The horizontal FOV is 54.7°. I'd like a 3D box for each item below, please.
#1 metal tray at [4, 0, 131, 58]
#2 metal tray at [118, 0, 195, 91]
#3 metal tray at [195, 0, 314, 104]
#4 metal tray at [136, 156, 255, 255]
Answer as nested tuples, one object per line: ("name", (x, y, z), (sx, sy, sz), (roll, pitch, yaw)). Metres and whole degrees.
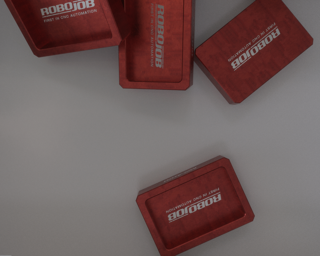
("metal tray", (-0.109, -0.136, 0.361), (0.130, 0.030, 0.090), (-2, 128, 23))
("metal tray", (-0.004, -0.114, 0.384), (0.090, 0.030, 0.129), (3, 103, 13))
("metal tray", (0.120, -0.104, 0.410), (0.130, 0.030, 0.090), (-39, 90, 0))
("metal tray", (0.045, 0.102, 0.409), (0.131, 0.030, 0.090), (-24, 90, 0))
